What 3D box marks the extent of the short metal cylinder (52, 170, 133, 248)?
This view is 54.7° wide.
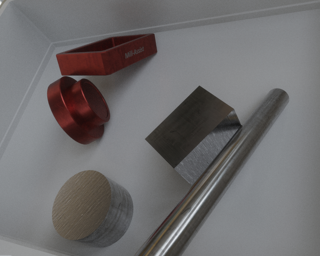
[{"bbox_3d":[-0.079,0.097,0.370,0.080,0.050,0.080,-13,56,20],"label":"short metal cylinder"}]

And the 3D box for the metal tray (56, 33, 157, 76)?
[{"bbox_3d":[-0.075,-0.111,0.462,0.090,0.030,0.131,5,28,30],"label":"metal tray"}]

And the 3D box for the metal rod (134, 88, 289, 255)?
[{"bbox_3d":[0.049,0.043,0.263,0.025,0.025,0.302,16,41,34],"label":"metal rod"}]

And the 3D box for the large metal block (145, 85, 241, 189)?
[{"bbox_3d":[0.044,0.015,0.337,0.080,0.080,0.050,-45,51,-3],"label":"large metal block"}]

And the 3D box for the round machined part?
[{"bbox_3d":[-0.106,-0.030,0.430,0.042,0.098,0.098,-28,53,12],"label":"round machined part"}]
